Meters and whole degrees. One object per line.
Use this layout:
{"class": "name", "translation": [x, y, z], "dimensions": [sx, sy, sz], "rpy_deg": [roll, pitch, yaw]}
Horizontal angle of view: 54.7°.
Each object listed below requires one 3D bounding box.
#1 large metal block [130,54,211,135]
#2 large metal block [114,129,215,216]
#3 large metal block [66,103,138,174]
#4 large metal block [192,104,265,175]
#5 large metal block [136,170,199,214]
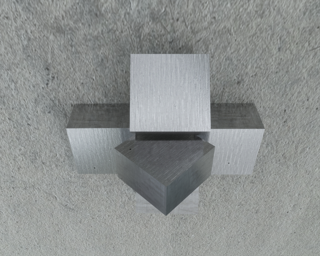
{"class": "large metal block", "translation": [0.010, -0.034, 0.337], "dimensions": [0.081, 0.080, 0.050], "rpy_deg": [0, 174, 0]}
{"class": "large metal block", "translation": [0.005, 0.041, 0.364], "dimensions": [0.080, 0.081, 0.050], "rpy_deg": [32, 140, 32]}
{"class": "large metal block", "translation": [-0.068, 0.014, 0.403], "dimensions": [0.081, 0.050, 0.079], "rpy_deg": [0, 130, 0]}
{"class": "large metal block", "translation": [0.081, 0.015, 0.403], "dimensions": [0.081, 0.050, 0.079], "rpy_deg": [0, 130, -1]}
{"class": "large metal block", "translation": [0.009, 0.087, 0.439], "dimensions": [0.081, 0.080, 0.050], "rpy_deg": [2, 87, -1]}
